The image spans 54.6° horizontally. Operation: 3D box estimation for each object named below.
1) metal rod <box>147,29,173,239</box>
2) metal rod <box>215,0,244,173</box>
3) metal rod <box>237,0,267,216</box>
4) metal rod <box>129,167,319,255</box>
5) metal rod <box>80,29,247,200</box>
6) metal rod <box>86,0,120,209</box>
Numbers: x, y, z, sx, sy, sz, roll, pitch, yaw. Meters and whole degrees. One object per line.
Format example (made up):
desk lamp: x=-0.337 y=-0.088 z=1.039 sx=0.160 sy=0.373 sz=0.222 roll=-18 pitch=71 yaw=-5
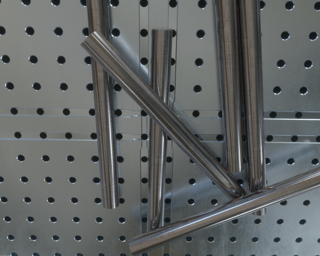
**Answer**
metal rod: x=-0.003 y=0.022 z=0.421 sx=0.025 sy=0.025 sz=0.298 roll=2 pitch=110 yaw=-1
metal rod: x=0.085 y=-0.082 z=0.383 sx=0.025 sy=0.025 sz=0.298 roll=-7 pitch=110 yaw=2
metal rod: x=0.124 y=-0.016 z=0.408 sx=0.025 sy=0.025 sz=0.298 roll=-8 pitch=110 yaw=3
metal rod: x=0.097 y=0.114 z=0.428 sx=0.301 sy=0.025 sz=0.025 roll=-23 pitch=109 yaw=8
metal rod: x=0.020 y=0.001 z=0.390 sx=0.025 sy=0.025 sz=0.300 roll=-38 pitch=115 yaw=13
metal rod: x=-0.072 y=-0.029 z=0.402 sx=0.025 sy=0.025 sz=0.298 roll=0 pitch=110 yaw=0
